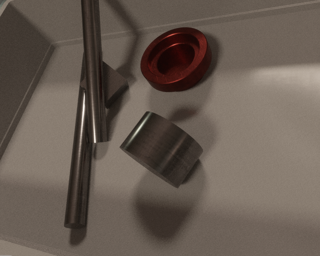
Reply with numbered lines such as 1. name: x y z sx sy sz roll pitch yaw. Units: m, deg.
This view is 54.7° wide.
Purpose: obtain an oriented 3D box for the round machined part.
1. round machined part: 0.026 -0.090 0.436 0.098 0.042 0.098 -13 56 20

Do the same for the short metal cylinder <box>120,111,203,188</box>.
1. short metal cylinder: 0.001 0.025 0.353 0.080 0.080 0.050 28 77 37

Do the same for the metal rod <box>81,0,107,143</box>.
1. metal rod: -0.097 -0.129 0.441 0.025 0.025 0.298 -4 90 26

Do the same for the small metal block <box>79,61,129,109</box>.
1. small metal block: -0.084 -0.066 0.473 0.050 0.025 0.050 39 79 10

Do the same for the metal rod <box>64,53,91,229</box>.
1. metal rod: -0.115 -0.004 0.465 0.025 0.025 0.299 -16 55 18
